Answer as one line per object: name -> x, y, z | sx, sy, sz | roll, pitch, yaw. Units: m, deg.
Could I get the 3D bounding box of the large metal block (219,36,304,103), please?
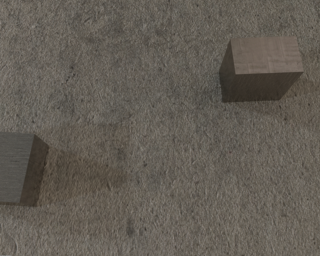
large metal block -> 0.127, -0.074, 0.407 | 0.081, 0.080, 0.050 | -3, 70, -1

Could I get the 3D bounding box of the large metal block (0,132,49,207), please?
large metal block -> -0.191, 0.050, 0.375 | 0.080, 0.050, 0.080 | 4, 70, 1
